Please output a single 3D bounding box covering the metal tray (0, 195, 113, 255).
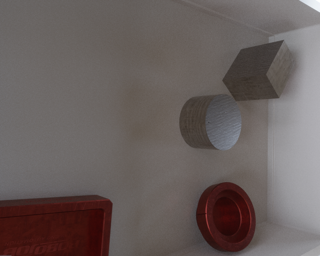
[{"bbox_3d":[-0.114,0.117,0.309,0.131,0.030,0.089,7,86,-40],"label":"metal tray"}]

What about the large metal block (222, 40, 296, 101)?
[{"bbox_3d":[0.163,-0.092,0.511,0.050,0.080,0.080,49,61,-29],"label":"large metal block"}]

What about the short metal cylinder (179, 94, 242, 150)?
[{"bbox_3d":[0.075,-0.008,0.456,0.081,0.050,0.079,0,90,-40],"label":"short metal cylinder"}]

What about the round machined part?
[{"bbox_3d":[0.093,0.133,0.465,0.099,0.042,0.098,12,66,-30],"label":"round machined part"}]
